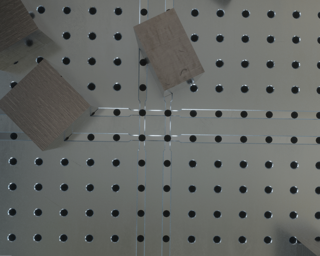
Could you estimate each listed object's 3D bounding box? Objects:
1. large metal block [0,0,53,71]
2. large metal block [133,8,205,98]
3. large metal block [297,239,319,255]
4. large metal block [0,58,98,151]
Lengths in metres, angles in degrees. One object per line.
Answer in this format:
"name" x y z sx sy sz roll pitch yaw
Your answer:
"large metal block" -0.202 -0.133 0.398 0.080 0.050 0.080 -32 90 0
"large metal block" 0.010 -0.088 0.386 0.050 0.080 0.080 -26 90 0
"large metal block" 0.214 0.194 0.389 0.050 0.080 0.079 1 90 0
"large metal block" -0.141 -0.028 0.399 0.080 0.050 0.080 -44 91 0
